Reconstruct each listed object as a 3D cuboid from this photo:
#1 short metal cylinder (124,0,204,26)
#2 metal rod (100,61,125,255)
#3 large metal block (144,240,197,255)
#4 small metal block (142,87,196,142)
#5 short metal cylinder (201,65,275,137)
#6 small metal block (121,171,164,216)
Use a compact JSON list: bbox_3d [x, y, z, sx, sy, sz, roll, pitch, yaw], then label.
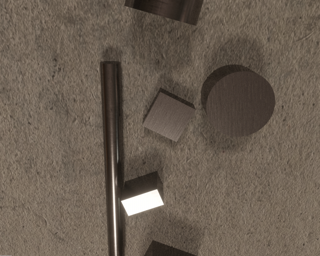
[{"bbox_3d":[0.007,-0.144,0.327,0.081,0.080,0.050,14,110,-6],"label":"short metal cylinder"},{"bbox_3d":[-0.064,0.059,0.430,0.025,0.025,0.298,1,110,-1],"label":"metal rod"},{"bbox_3d":[0.015,0.227,0.465,0.080,0.080,0.050,23,108,-9],"label":"large metal block"},{"bbox_3d":[0.011,-0.017,0.404,0.050,0.025,0.050,26,108,-10],"label":"small metal block"},{"bbox_3d":[0.094,-0.035,0.385,0.081,0.050,0.079,0,110,-1],"label":"short metal cylinder"},{"bbox_3d":[-0.023,0.089,0.429,0.050,0.050,0.025,-19,109,6],"label":"small metal block"}]
